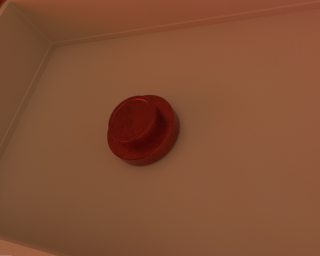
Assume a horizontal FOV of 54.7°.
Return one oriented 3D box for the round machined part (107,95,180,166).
[{"bbox_3d":[-0.028,-0.004,0.406,0.098,0.042,0.098,-13,56,20],"label":"round machined part"}]
